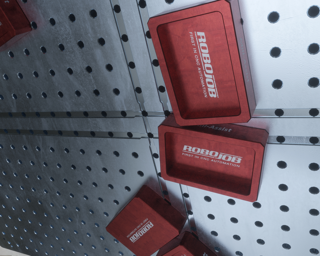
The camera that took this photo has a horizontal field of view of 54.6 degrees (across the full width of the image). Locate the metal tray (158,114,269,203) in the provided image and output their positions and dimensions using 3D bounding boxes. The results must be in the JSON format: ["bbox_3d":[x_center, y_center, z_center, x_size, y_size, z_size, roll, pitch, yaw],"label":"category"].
[{"bbox_3d":[0.064,0.037,0.397,0.130,0.030,0.089,11,123,22],"label":"metal tray"}]

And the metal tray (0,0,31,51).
[{"bbox_3d":[-0.249,-0.176,0.431,0.090,0.030,0.130,-16,110,34],"label":"metal tray"}]

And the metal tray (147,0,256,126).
[{"bbox_3d":[0.048,-0.067,0.341,0.090,0.030,0.129,-3,117,30],"label":"metal tray"}]

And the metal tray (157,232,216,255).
[{"bbox_3d":[0.064,0.243,0.524,0.130,0.030,0.090,41,129,-1],"label":"metal tray"}]

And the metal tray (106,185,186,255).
[{"bbox_3d":[-0.027,0.163,0.524,0.090,0.030,0.129,39,129,1],"label":"metal tray"}]
